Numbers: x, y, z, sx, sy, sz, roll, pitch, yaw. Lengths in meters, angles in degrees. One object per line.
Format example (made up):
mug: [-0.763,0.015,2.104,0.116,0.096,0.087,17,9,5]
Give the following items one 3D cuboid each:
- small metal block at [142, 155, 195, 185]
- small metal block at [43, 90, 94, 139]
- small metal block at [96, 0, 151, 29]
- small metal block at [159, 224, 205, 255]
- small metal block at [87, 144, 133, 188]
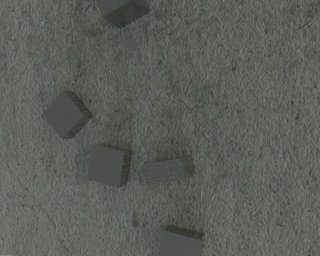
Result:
small metal block: [0.012,0.052,0.391,0.050,0.050,0.025,-12,86,19]
small metal block: [-0.135,-0.019,0.457,0.050,0.025,0.050,-44,77,14]
small metal block: [-0.047,-0.162,0.412,0.050,0.050,0.025,-24,82,18]
small metal block: [0.028,0.158,0.399,0.050,0.025,0.050,9,93,19]
small metal block: [-0.070,0.052,0.434,0.050,0.025,0.050,10,93,19]
